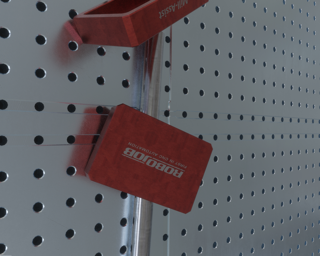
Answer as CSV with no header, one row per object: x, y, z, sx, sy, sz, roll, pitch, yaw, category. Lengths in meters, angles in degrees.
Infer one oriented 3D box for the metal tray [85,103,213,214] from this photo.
-0.010,0.038,0.367,0.131,0.030,0.090,24,80,-19,metal tray

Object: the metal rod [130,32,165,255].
-0.016,0.026,0.395,0.025,0.025,0.298,6,86,-40,metal rod

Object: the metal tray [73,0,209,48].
-0.019,-0.134,0.347,0.131,0.090,0.030,-42,131,-32,metal tray
